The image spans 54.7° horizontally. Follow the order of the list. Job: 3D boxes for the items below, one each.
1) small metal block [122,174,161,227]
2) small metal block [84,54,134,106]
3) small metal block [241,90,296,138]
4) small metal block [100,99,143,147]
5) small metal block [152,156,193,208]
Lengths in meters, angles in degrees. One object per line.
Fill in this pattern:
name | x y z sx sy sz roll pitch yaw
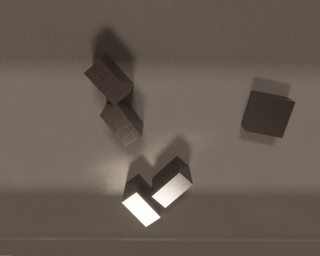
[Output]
small metal block | -0.025 0.100 0.435 0.025 0.050 0.050 -37 106 12
small metal block | -0.060 -0.060 0.375 0.025 0.050 0.050 -38 106 13
small metal block | 0.141 -0.018 0.407 0.050 0.025 0.050 11 110 -5
small metal block | -0.047 -0.011 0.393 0.025 0.050 0.050 -33 107 11
small metal block | 0.016 0.073 0.425 0.050 0.050 0.025 -43 105 14
